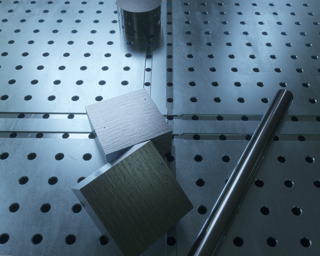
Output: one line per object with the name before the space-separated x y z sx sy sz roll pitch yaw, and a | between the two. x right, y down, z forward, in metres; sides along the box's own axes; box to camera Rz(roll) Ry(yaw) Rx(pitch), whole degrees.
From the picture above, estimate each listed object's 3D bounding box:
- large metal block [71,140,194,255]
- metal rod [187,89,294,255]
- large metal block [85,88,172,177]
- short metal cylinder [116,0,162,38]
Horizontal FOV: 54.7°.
large metal block | -0.028 0.069 0.308 0.080 0.050 0.080 -35 96 -25
metal rod | 0.100 0.052 0.364 0.025 0.025 0.301 25 54 20
large metal block | -0.039 0.004 0.387 0.081 0.050 0.080 -20 53 -16
short metal cylinder | -0.037 -0.210 0.568 0.081 0.050 0.080 0 50 0
